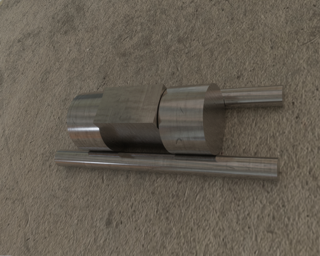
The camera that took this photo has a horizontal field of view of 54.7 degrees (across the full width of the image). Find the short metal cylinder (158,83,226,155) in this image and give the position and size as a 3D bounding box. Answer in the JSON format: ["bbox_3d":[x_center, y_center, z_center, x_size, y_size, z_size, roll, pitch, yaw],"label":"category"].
[{"bbox_3d":[0.039,-0.010,0.355,0.050,0.080,0.080,-1,61,28],"label":"short metal cylinder"}]

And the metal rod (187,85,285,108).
[{"bbox_3d":[0.008,-0.036,0.424,0.300,0.025,0.025,0,62,28],"label":"metal rod"}]

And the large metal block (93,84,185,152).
[{"bbox_3d":[-0.020,-0.009,0.383,0.080,0.080,0.050,0,62,28],"label":"large metal block"}]

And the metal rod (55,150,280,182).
[{"bbox_3d":[-0.012,0.043,0.386,0.300,0.025,0.025,0,62,28],"label":"metal rod"}]

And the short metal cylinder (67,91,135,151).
[{"bbox_3d":[-0.077,-0.009,0.416,0.050,0.080,0.080,-1,61,28],"label":"short metal cylinder"}]
